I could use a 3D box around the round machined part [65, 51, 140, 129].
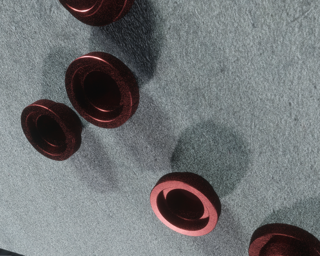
[{"bbox_3d":[-0.069,-0.051,0.401,0.098,0.042,0.097,13,124,21],"label":"round machined part"}]

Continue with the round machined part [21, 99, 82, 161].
[{"bbox_3d":[-0.162,-0.001,0.481,0.098,0.042,0.097,13,124,21],"label":"round machined part"}]

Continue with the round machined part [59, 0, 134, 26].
[{"bbox_3d":[-0.078,-0.161,0.338,0.098,0.042,0.097,13,124,21],"label":"round machined part"}]

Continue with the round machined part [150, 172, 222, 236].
[{"bbox_3d":[0.039,0.101,0.438,0.098,0.042,0.097,13,124,21],"label":"round machined part"}]

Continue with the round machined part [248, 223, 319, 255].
[{"bbox_3d":[0.169,0.180,0.418,0.098,0.042,0.097,13,124,21],"label":"round machined part"}]
